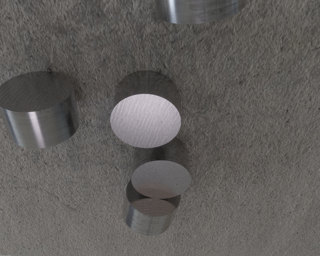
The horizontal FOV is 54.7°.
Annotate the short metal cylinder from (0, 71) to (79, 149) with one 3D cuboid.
[{"bbox_3d":[-0.136,-0.022,0.351,0.081,0.080,0.050,1,130,-1],"label":"short metal cylinder"}]

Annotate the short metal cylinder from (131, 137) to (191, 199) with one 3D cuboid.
[{"bbox_3d":[0.002,0.055,0.438,0.081,0.050,0.079,0,130,0],"label":"short metal cylinder"}]

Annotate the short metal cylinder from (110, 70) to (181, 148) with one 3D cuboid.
[{"bbox_3d":[-0.016,-0.022,0.372,0.081,0.050,0.079,0,130,0],"label":"short metal cylinder"}]

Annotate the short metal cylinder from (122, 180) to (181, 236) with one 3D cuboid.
[{"bbox_3d":[-0.014,0.113,0.467,0.081,0.080,0.050,8,130,-7],"label":"short metal cylinder"}]

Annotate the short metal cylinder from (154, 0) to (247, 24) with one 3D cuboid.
[{"bbox_3d":[0.032,-0.128,0.262,0.080,0.080,0.050,-7,130,5],"label":"short metal cylinder"}]
